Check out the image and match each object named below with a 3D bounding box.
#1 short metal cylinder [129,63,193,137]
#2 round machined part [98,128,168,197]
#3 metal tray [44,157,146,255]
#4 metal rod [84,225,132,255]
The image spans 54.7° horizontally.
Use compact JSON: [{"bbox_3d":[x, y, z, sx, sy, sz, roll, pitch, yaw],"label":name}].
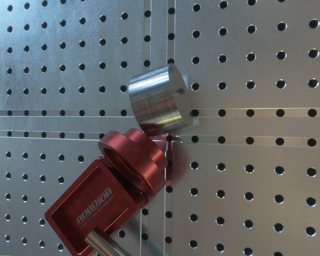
[{"bbox_3d":[0.003,-0.034,0.382,0.050,0.080,0.080,-16,85,19],"label":"short metal cylinder"},{"bbox_3d":[-0.029,0.039,0.394,0.098,0.098,0.042,39,68,16],"label":"round machined part"},{"bbox_3d":[-0.094,0.115,0.443,0.130,0.030,0.090,-46,76,14],"label":"metal tray"},{"bbox_3d":[0.025,0.231,0.386,0.300,0.025,0.025,38,102,9],"label":"metal rod"}]
